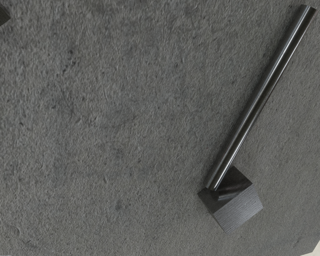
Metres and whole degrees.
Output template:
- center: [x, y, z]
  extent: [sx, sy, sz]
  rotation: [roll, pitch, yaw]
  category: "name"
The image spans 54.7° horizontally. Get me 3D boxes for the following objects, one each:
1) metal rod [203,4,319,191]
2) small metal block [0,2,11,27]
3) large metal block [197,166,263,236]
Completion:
- center: [0.142, -0.033, 0.463]
  extent: [0.025, 0.025, 0.298]
  rotation: [12, 112, -34]
  category: "metal rod"
- center: [-0.163, -0.099, 0.256]
  extent: [0.050, 0.025, 0.050]
  rotation: [-38, 129, -2]
  category: "small metal block"
- center: [0.122, 0.126, 0.536]
  extent: [0.080, 0.050, 0.080]
  rotation: [-36, 129, -4]
  category: "large metal block"
